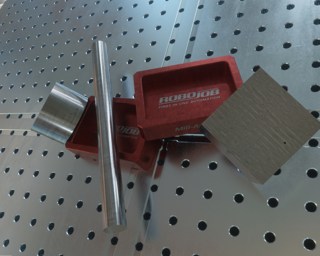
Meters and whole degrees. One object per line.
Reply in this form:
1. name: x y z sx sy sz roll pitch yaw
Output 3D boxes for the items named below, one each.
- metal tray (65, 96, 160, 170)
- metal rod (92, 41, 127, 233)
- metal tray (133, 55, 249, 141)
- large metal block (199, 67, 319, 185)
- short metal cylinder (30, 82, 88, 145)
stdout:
1. metal tray: -0.062 0.003 0.435 0.130 0.030 0.090 7 65 31
2. metal rod: -0.073 -0.012 0.415 0.025 0.025 0.299 -23 53 15
3. metal tray: 0.036 -0.039 0.386 0.131 0.030 0.090 -10 56 3
4. large metal block: 0.098 0.000 0.318 0.080 0.050 0.080 -44 82 -2
5. short metal cylinder: -0.149 -0.022 0.461 0.080 0.050 0.080 -49 23 31
